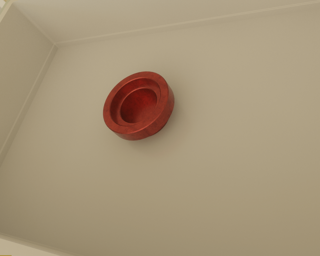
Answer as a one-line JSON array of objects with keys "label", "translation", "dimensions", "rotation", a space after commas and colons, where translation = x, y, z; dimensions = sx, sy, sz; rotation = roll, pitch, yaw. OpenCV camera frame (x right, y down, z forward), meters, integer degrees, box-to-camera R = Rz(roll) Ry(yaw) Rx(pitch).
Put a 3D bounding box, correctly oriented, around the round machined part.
[{"label": "round machined part", "translation": [-0.025, -0.026, 0.425], "dimensions": [0.098, 0.042, 0.098], "rotation": [-13, 56, 21]}]
